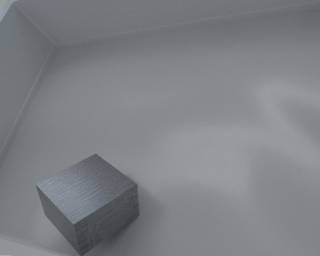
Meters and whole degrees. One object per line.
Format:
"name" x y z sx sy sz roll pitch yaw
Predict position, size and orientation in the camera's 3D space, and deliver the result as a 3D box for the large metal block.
"large metal block" -0.082 0.084 0.359 0.081 0.050 0.080 -28 42 -36
